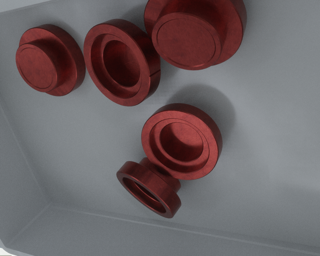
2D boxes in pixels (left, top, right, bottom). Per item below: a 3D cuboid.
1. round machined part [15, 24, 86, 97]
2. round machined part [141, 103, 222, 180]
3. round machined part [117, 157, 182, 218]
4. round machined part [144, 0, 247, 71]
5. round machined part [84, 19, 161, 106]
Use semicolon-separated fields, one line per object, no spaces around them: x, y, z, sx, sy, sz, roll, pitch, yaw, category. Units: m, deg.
-0.155;-0.087;0.423;0.098;0.042;0.097;13;124;20;round machined part
0.030;0.013;0.387;0.098;0.042;0.097;11;121;19;round machined part
-0.010;0.079;0.434;0.098;0.042;0.098;32;154;18;round machined part
0.030;-0.094;0.299;0.098;0.042;0.098;15;149;10;round machined part
-0.039;-0.078;0.361;0.098;0.042;0.097;22;132;28;round machined part
